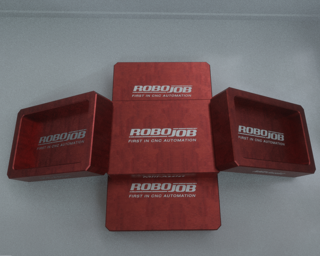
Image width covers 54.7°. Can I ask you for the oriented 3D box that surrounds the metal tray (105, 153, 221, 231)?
[{"bbox_3d":[0.004,0.078,0.375,0.131,0.030,0.090,0,70,-1],"label":"metal tray"}]

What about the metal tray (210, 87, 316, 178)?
[{"bbox_3d":[0.124,0.009,0.369,0.131,0.030,0.090,9,68,-28],"label":"metal tray"}]

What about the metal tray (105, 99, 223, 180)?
[{"bbox_3d":[0.004,0.013,0.368,0.131,0.030,0.090,-1,70,-1],"label":"metal tray"}]

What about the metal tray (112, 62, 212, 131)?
[{"bbox_3d":[0.003,-0.043,0.420,0.131,0.030,0.090,0,70,-1],"label":"metal tray"}]

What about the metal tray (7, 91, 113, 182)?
[{"bbox_3d":[-0.120,0.014,0.367,0.130,0.030,0.090,-9,69,28],"label":"metal tray"}]
